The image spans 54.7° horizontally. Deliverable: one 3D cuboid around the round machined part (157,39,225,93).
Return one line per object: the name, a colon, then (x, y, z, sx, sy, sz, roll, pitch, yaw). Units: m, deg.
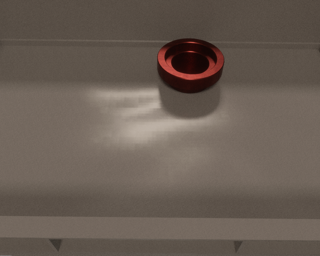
round machined part: (0.045, -0.090, 0.471, 0.099, 0.042, 0.098, 0, 50, 0)
